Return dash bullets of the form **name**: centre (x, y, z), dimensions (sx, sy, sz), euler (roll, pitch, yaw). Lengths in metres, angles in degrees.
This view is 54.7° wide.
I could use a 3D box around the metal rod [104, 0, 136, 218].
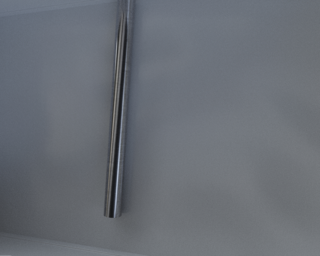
- **metal rod**: centre (-0.056, -0.027, 0.429), dimensions (0.025, 0.025, 0.298), euler (4, 91, 19)
